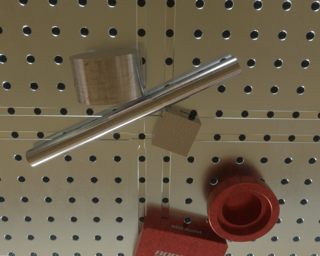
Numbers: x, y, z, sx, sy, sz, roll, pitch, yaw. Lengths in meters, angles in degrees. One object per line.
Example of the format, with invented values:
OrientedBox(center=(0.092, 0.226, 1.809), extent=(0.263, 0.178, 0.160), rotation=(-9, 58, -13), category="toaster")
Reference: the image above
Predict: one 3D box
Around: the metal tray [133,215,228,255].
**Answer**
OrientedBox(center=(0.029, 0.194, 0.483), extent=(0.131, 0.030, 0.089), rotation=(14, 109, -6), category="metal tray")

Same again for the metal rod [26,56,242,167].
OrientedBox(center=(-0.040, -0.018, 0.406), extent=(0.301, 0.025, 0.025), rotation=(-24, 109, 8), category="metal rod")

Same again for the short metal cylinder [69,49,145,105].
OrientedBox(center=(-0.060, -0.062, 0.361), extent=(0.081, 0.080, 0.050), rotation=(-4, 110, 1), category="short metal cylinder")

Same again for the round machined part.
OrientedBox(center=(0.116, 0.112, 0.447), extent=(0.099, 0.042, 0.097), rotation=(0, 110, -1), category="round machined part")

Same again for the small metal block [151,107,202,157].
OrientedBox(center=(0.021, 0.004, 0.415), extent=(0.050, 0.025, 0.050), rotation=(20, 109, -8), category="small metal block")
